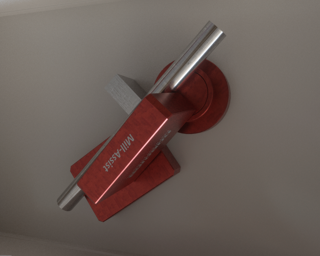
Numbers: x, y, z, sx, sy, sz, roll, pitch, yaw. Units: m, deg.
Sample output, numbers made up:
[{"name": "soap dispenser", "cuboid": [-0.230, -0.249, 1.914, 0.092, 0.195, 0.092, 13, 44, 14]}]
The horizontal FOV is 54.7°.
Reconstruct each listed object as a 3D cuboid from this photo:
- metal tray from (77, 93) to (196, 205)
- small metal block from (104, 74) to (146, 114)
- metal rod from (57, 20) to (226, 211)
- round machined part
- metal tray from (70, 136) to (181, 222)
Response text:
[{"name": "metal tray", "cuboid": [-0.023, 0.019, 0.341, 0.030, 0.090, 0.129, 44, 110, 11]}, {"name": "small metal block", "cuboid": [-0.037, -0.042, 0.408, 0.025, 0.050, 0.050, -46, 76, 14]}, {"name": "metal rod", "cuboid": [-0.034, -0.002, 0.378, 0.025, 0.025, 0.299, 47, 108, 14]}, {"name": "round machined part", "cuboid": [0.036, -0.041, 0.386, 0.098, 0.042, 0.097, 0, 90, 19]}, {"name": "metal tray", "cuboid": [-0.049, 0.056, 0.423, 0.130, 0.030, 0.090, -36, 79, 16]}]
